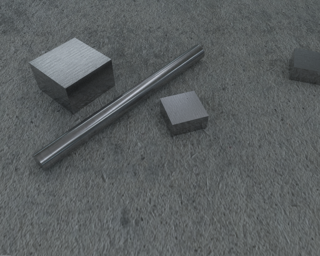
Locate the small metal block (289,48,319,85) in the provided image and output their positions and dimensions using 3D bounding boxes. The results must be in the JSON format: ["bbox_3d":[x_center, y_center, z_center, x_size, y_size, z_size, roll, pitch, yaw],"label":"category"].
[{"bbox_3d":[0.234,-0.097,0.488,0.050,0.025,0.050,13,51,10],"label":"small metal block"}]

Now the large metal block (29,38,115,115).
[{"bbox_3d":[-0.125,-0.078,0.451,0.080,0.050,0.080,34,57,24],"label":"large metal block"}]

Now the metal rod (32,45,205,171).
[{"bbox_3d":[-0.040,-0.042,0.437,0.025,0.025,0.302,36,58,26],"label":"metal rod"}]

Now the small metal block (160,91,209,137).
[{"bbox_3d":[0.032,-0.020,0.421,0.050,0.025,0.050,-14,52,-12],"label":"small metal block"}]
